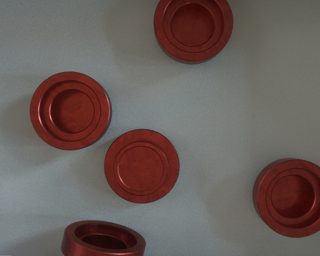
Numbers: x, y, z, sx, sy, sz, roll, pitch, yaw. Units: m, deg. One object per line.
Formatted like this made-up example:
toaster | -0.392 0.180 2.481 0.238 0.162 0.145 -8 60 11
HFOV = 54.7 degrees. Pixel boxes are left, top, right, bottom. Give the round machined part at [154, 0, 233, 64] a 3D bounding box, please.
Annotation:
round machined part | 0.041 -0.131 0.403 0.099 0.042 0.097 0 90 0

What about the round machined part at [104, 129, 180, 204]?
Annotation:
round machined part | -0.023 0.050 0.403 0.099 0.042 0.097 0 90 0

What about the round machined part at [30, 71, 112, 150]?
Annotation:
round machined part | -0.111 -0.021 0.402 0.099 0.042 0.097 0 90 0

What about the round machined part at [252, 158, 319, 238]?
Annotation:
round machined part | 0.169 0.088 0.404 0.099 0.042 0.097 0 90 0

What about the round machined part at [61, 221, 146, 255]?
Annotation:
round machined part | -0.069 0.150 0.374 0.099 0.098 0.042 13 90 0
